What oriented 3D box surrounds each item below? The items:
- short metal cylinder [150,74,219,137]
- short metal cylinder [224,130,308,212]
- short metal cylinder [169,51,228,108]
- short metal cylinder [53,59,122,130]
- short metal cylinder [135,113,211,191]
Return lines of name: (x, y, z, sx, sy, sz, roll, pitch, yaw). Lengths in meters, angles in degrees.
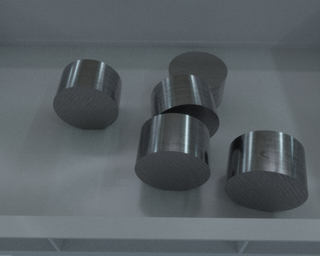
short metal cylinder: (0.029, -0.020, 0.386, 0.081, 0.080, 0.050, -3, 50, -2)
short metal cylinder: (0.112, 0.047, 0.330, 0.080, 0.080, 0.050, 10, 51, 8)
short metal cylinder: (0.052, -0.065, 0.444, 0.080, 0.050, 0.080, 0, 50, 0)
short metal cylinder: (-0.092, -0.042, 0.404, 0.080, 0.080, 0.050, 0, 50, 0)
short metal cylinder: (0.015, 0.029, 0.345, 0.080, 0.080, 0.050, 4, 50, 3)
